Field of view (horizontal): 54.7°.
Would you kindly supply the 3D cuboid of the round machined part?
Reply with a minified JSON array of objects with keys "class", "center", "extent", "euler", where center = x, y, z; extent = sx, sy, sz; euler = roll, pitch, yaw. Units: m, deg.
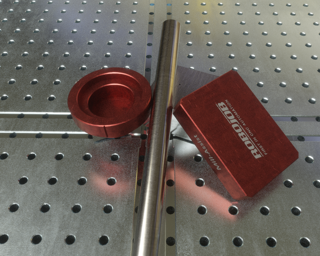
[{"class":"round machined part","center":[-0.058,-0.026,0.378],"extent":[0.099,0.042,0.098],"euler":[-2,51,2]}]

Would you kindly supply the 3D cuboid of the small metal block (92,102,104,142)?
[{"class":"small metal block","center":[-0.072,-0.015,0.416],"extent":[0.050,0.025,0.050],"euler":[-17,52,-14]}]

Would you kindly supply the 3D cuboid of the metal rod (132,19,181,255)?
[{"class":"metal rod","center":[0.000,0.000,0.351],"extent":[0.025,0.025,0.299],"euler":[5,66,4]}]

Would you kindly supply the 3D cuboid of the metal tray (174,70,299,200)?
[{"class":"metal tray","center":[0.088,0.006,0.363],"extent":[0.091,0.030,0.130],"euler":[-32,82,-23]}]

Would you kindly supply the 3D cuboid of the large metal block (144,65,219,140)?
[{"class":"large metal block","center":[0.030,-0.036,0.417],"extent":[0.080,0.050,0.080],"euler":[18,52,14]}]
